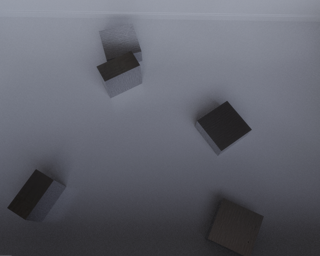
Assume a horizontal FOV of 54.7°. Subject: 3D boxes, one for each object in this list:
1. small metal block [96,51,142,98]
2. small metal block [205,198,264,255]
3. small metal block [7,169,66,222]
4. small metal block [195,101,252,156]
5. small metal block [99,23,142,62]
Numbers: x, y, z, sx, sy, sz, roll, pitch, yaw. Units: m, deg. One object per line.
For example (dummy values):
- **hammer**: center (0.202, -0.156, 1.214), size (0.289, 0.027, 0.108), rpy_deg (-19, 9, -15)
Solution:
- **small metal block**: center (-0.054, -0.072, 0.422), size (0.050, 0.050, 0.025), rpy_deg (-27, 73, -10)
- **small metal block**: center (0.088, 0.118, 0.367), size (0.050, 0.025, 0.050), rpy_deg (24, 72, 8)
- **small metal block**: center (-0.143, 0.081, 0.365), size (0.025, 0.050, 0.050), rpy_deg (29, 73, 10)
- **small metal block**: center (0.083, 0.001, 0.411), size (0.050, 0.025, 0.050), rpy_deg (-33, 74, -12)
- **small metal block**: center (-0.057, -0.120, 0.453), size (0.050, 0.025, 0.050), rpy_deg (-15, 71, -6)
